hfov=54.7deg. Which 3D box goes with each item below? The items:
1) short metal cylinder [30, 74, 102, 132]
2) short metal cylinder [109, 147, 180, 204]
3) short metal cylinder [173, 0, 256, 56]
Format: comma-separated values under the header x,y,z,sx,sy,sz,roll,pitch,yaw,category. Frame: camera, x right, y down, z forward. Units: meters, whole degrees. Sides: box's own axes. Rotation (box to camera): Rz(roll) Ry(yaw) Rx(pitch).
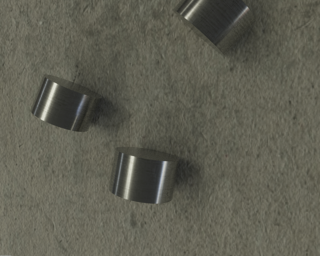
x,y,z,sx,sy,sz,roll,pitch,yaw,category
-0.127,-0.034,0.423,0.080,0.080,0.050,26,99,17,short metal cylinder
-0.019,0.056,0.386,0.080,0.080,0.050,11,94,19,short metal cylinder
0.062,-0.129,0.358,0.080,0.080,0.050,45,104,14,short metal cylinder
